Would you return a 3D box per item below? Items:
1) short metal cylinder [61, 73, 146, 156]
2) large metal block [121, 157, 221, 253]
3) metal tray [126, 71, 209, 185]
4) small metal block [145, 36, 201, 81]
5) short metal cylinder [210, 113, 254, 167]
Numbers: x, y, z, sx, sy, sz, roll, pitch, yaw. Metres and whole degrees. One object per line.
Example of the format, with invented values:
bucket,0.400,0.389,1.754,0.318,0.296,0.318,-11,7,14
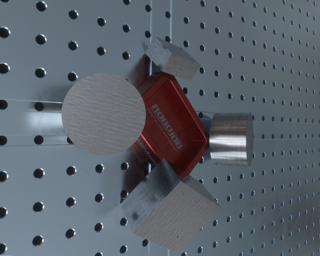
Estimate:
short metal cylinder,-0.059,-0.013,0.324,0.081,0.050,0.079,0,91,-15
large metal block,0.013,0.096,0.382,0.080,0.050,0.080,-48,124,6
metal tray,0.010,0.001,0.413,0.090,0.030,0.130,-49,119,-29
small metal block,0.017,-0.090,0.403,0.050,0.050,0.025,11,121,-39
short metal cylinder,0.109,0.017,0.464,0.080,0.050,0.079,0,90,-66
